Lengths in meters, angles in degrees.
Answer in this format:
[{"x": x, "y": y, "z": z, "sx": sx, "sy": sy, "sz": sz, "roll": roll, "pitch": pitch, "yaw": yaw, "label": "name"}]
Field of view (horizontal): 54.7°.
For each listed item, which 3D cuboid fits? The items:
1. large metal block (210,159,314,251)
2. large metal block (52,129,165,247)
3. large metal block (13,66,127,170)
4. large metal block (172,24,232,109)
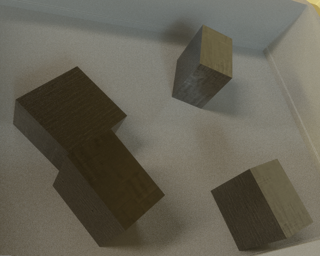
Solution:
[{"x": 0.119, "y": 0.094, "z": 0.377, "sx": 0.050, "sy": 0.080, "sz": 0.080, "roll": -12, "pitch": 68, "yaw": -33, "label": "large metal block"}, {"x": -0.054, "y": 0.061, "z": 0.304, "sx": 0.050, "sy": 0.080, "sz": 0.080, "roll": -35, "pitch": 81, "yaw": -38, "label": "large metal block"}, {"x": -0.098, "y": -0.009, "z": 0.342, "sx": 0.080, "sy": 0.050, "sz": 0.080, "roll": 45, "pitch": 51, "yaw": 3, "label": "large metal block"}, {"x": 0.062, "y": -0.089, "z": 0.458, "sx": 0.050, "sy": 0.080, "sz": 0.080, "roll": 21, "pitch": 54, "yaw": -16, "label": "large metal block"}]
